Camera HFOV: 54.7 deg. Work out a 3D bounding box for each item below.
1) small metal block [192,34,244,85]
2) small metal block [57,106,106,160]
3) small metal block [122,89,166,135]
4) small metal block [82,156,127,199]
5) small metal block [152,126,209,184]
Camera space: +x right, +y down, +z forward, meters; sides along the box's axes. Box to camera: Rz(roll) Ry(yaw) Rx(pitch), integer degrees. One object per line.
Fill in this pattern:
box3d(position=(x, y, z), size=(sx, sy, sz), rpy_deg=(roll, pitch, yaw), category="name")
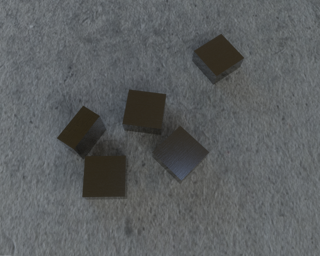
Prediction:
box3d(position=(0.083, -0.099, 0.445), size=(0.050, 0.025, 0.050), rpy_deg=(-34, 74, -12), category="small metal block")
box3d(position=(-0.097, 0.007, 0.391), size=(0.025, 0.050, 0.050), rpy_deg=(32, 73, 10), category="small metal block")
box3d(position=(-0.020, -0.021, 0.416), size=(0.050, 0.025, 0.050), rpy_deg=(7, 70, 2), category="small metal block")
box3d(position=(-0.067, 0.062, 0.385), size=(0.050, 0.025, 0.050), rpy_deg=(-1, 70, -1), category="small metal block")
box3d(position=(0.026, 0.034, 0.396), size=(0.050, 0.025, 0.050), rpy_deg=(-43, 76, -14), category="small metal block")
